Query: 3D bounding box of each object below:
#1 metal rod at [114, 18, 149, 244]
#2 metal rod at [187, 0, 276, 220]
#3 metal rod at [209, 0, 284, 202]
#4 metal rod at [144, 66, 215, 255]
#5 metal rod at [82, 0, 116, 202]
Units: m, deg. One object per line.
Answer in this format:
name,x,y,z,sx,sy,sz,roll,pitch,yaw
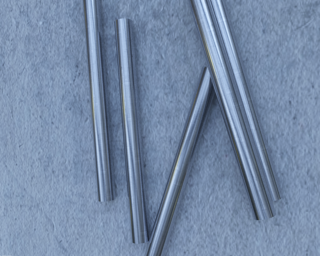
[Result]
metal rod,-0.038,0.003,0.421,0.025,0.025,0.298,-5,88,19
metal rod,0.076,-0.045,0.358,0.025,0.025,0.298,-18,84,19
metal rod,0.093,-0.061,0.375,0.025,0.025,0.298,-17,85,19
metal rod,0.022,0.069,0.400,0.025,0.025,0.298,19,96,18
metal rod,-0.087,-0.048,0.438,0.025,0.025,0.298,-5,88,19
